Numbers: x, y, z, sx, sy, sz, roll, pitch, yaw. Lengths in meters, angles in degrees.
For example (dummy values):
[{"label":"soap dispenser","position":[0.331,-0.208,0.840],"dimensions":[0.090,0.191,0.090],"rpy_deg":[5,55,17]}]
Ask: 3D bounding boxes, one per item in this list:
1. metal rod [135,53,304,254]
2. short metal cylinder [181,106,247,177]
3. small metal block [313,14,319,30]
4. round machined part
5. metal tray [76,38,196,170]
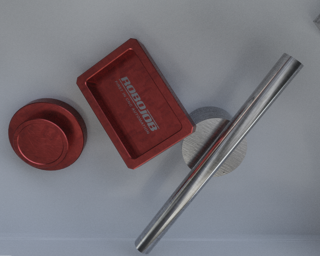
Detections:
[{"label":"metal rod","position":[0.060,0.043,0.374],"dimensions":[0.025,0.025,0.299],"rpy_deg":[32,107,-12]},{"label":"short metal cylinder","position":[0.067,0.017,0.405],"dimensions":[0.081,0.050,0.079],"rpy_deg":[0,110,-1]},{"label":"small metal block","position":[0.215,-0.126,0.358],"dimensions":[0.050,0.025,0.050],"rpy_deg":[27,110,-38]},{"label":"round machined part","position":[-0.149,0.013,0.405],"dimensions":[0.099,0.042,0.097],"rpy_deg":[0,110,-1]},{"label":"metal tray","position":[-0.029,-0.028,0.371],"dimensions":[0.090,0.030,0.130],"rpy_deg":[-33,84,12]}]
